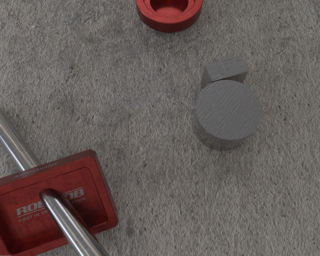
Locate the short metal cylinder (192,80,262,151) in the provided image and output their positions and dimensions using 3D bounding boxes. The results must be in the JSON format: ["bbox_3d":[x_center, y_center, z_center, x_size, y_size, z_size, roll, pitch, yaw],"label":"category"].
[{"bbox_3d":[0.084,-0.015,0.401,0.081,0.050,0.080,0,70,0],"label":"short metal cylinder"}]

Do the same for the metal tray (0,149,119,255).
[{"bbox_3d":[-0.123,0.087,0.348,0.131,0.030,0.089,-18,105,-7],"label":"metal tray"}]

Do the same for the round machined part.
[{"bbox_3d":[0.013,-0.184,0.466,0.099,0.042,0.098,0,70,0],"label":"round machined part"}]

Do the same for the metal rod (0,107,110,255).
[{"bbox_3d":[-0.129,0.073,0.356,0.025,0.025,0.300,-40,66,-13],"label":"metal rod"}]

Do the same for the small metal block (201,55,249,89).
[{"bbox_3d":[0.086,-0.068,0.421,0.050,0.050,0.025,-17,71,-6],"label":"small metal block"}]
